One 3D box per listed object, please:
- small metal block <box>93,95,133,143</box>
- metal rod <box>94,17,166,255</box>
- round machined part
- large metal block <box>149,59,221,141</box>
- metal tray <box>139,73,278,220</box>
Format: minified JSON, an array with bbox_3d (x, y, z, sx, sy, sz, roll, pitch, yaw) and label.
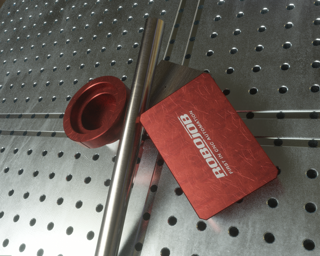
[{"bbox_3d":[-0.069,-0.013,0.449,0.050,0.025,0.050,-20,54,16],"label":"small metal block"},{"bbox_3d":[-0.034,0.015,0.362,0.025,0.025,0.299,6,80,31],"label":"metal rod"},{"bbox_3d":[-0.075,-0.017,0.407,0.098,0.042,0.098,-15,55,23],"label":"round machined part"},{"bbox_3d":[0.020,-0.033,0.398,0.080,0.050,0.080,25,75,36],"label":"large metal block"},{"bbox_3d":[0.049,0.018,0.331,0.090,0.030,0.130,-34,76,6],"label":"metal tray"}]
